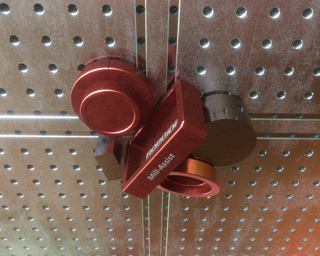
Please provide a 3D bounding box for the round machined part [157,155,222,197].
[{"bbox_3d":[0.037,0.060,0.432,0.099,0.042,0.098,9,152,5],"label":"round machined part"}]

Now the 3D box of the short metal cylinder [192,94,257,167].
[{"bbox_3d":[0.076,0.004,0.394,0.081,0.050,0.079,0,130,0],"label":"short metal cylinder"}]

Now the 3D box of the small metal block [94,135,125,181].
[{"bbox_3d":[-0.064,0.035,0.419,0.025,0.050,0.050,-12,129,10],"label":"small metal block"}]

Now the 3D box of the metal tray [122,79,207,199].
[{"bbox_3d":[0.001,0.014,0.376,0.030,0.090,0.129,26,125,-21],"label":"metal tray"}]

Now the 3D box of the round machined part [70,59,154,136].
[{"bbox_3d":[-0.057,-0.028,0.370,0.099,0.042,0.097,0,130,0],"label":"round machined part"}]
